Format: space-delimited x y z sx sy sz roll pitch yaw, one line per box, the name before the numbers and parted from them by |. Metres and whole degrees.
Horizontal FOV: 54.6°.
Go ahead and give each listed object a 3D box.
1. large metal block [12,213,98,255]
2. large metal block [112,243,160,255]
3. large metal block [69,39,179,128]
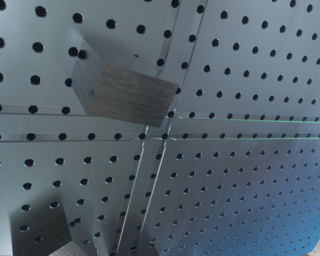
large metal block | -0.141 0.178 0.428 0.080 0.050 0.080 -32 129 -8
large metal block | -0.034 0.248 0.510 0.081 0.080 0.050 -9 122 -24
large metal block | -0.040 -0.047 0.324 0.081 0.080 0.050 11 113 -33
